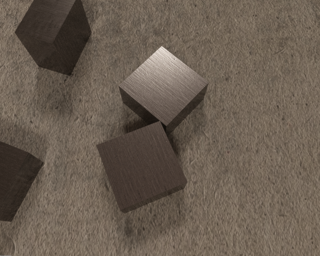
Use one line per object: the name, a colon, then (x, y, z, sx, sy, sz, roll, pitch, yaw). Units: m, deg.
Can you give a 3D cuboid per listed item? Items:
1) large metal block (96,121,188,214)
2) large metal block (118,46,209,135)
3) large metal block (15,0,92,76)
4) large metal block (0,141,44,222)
large metal block: (-0.022, 0.049, 0.377, 0.080, 0.050, 0.080, -21, 72, -8)
large metal block: (0.005, -0.047, 0.412, 0.080, 0.050, 0.080, 41, 75, 13)
large metal block: (-0.141, -0.131, 0.425, 0.050, 0.080, 0.080, 17, 71, 6)
large metal block: (-0.204, 0.057, 0.371, 0.080, 0.050, 0.080, 21, 71, 7)
